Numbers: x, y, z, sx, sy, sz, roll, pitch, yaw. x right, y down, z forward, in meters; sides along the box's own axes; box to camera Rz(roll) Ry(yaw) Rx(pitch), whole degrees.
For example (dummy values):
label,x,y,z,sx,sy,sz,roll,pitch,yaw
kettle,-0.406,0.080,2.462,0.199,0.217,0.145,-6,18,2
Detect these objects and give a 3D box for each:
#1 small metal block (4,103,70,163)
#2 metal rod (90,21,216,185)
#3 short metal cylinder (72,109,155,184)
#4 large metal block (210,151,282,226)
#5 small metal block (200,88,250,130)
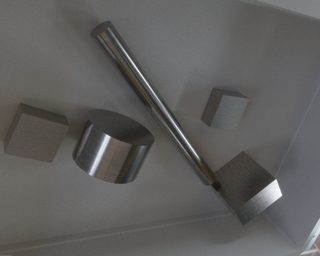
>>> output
label,x,y,z,sx,sy,sz,roll,pitch,yaw
small metal block,-0.135,0.006,0.339,0.050,0.025,0.050,19,108,-36
metal rod,0.010,-0.009,0.409,0.025,0.025,0.300,-39,130,-2
short metal cylinder,-0.053,0.020,0.357,0.081,0.080,0.050,13,111,-34
large metal block,0.138,0.098,0.511,0.080,0.080,0.050,-37,130,-4
small metal block,0.093,-0.027,0.445,0.050,0.025,0.050,4,116,-31
